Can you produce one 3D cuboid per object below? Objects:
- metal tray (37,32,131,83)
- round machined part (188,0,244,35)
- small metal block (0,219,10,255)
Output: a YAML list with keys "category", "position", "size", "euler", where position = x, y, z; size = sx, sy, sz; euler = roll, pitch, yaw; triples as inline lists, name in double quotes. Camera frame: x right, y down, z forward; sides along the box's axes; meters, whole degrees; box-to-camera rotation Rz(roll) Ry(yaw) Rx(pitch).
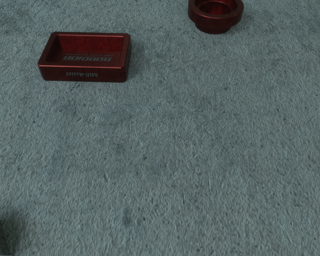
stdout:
- category: "metal tray"
  position: [-0.116, -0.115, 0.495]
  size: [0.131, 0.030, 0.090]
  euler: [2, 50, 1]
- category: "round machined part"
  position: [0.100, -0.209, 0.568]
  size: [0.099, 0.042, 0.098]
  euler: [0, 50, 0]
- category: "small metal block"
  position: [-0.181, 0.118, 0.303]
  size: [0.050, 0.025, 0.050]
  euler: [-24, 54, -19]
